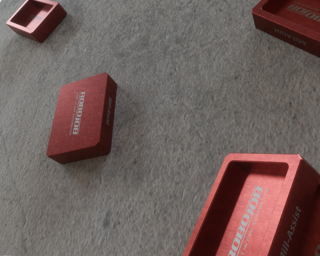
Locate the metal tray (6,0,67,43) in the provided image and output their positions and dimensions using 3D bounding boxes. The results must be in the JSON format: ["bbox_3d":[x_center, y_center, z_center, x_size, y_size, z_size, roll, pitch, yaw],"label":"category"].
[{"bbox_3d":[-0.278,-0.245,0.692,0.130,0.030,0.090,27,76,37],"label":"metal tray"}]

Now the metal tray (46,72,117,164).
[{"bbox_3d":[-0.116,-0.016,0.469,0.090,0.030,0.130,-13,56,20],"label":"metal tray"}]

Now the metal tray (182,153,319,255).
[{"bbox_3d":[0.077,0.086,0.278,0.090,0.030,0.130,-6,51,58],"label":"metal tray"}]

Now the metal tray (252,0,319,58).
[{"bbox_3d":[0.194,-0.144,0.387,0.090,0.030,0.130,-43,51,-2],"label":"metal tray"}]

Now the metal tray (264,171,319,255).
[{"bbox_3d":[0.138,0.110,0.260,0.090,0.030,0.130,20,72,35],"label":"metal tray"}]
